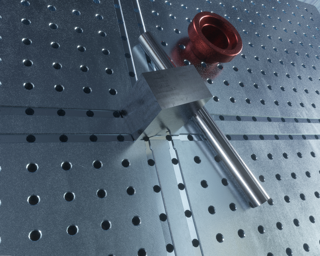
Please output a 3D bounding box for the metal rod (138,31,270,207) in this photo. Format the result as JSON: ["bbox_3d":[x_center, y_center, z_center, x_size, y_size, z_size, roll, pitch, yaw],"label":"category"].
[{"bbox_3d":[0.058,-0.020,0.453,0.025,0.025,0.299,-25,75,-37],"label":"metal rod"}]

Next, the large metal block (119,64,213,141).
[{"bbox_3d":[0.006,-0.032,0.397,0.081,0.080,0.050,-17,71,-35],"label":"large metal block"}]

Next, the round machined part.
[{"bbox_3d":[0.091,-0.152,0.542,0.099,0.042,0.098,14,56,-21],"label":"round machined part"}]
